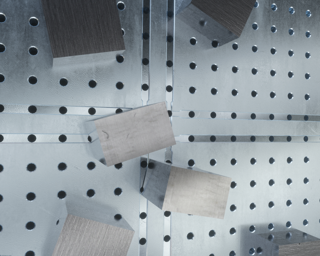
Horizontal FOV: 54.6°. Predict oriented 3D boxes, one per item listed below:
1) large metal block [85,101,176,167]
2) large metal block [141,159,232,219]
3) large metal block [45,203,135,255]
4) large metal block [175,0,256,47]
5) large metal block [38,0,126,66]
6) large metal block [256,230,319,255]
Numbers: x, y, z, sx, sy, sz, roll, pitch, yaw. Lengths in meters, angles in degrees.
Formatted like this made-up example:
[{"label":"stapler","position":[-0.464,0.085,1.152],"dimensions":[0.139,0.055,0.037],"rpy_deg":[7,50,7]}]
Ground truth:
[{"label":"large metal block","position":[-0.038,0.005,0.369],"dimensions":[0.081,0.080,0.050],"rpy_deg":[-17,96,-19]},{"label":"large metal block","position":[0.031,0.075,0.395],"dimensions":[0.081,0.080,0.050],"rpy_deg":[14,86,-20]},{"label":"large metal block","position":[-0.086,0.144,0.368],"dimensions":[0.080,0.050,0.080],"rpy_deg":[22,83,-19]},{"label":"large metal block","position":[0.080,-0.174,0.428],"dimensions":[0.080,0.050,0.080],"rpy_deg":[28,81,-18]},{"label":"large metal block","position":[-0.093,-0.122,0.365],"dimensions":[0.081,0.050,0.080],"rpy_deg":[-12,94,-20]},{"label":"large metal block","position":[0.195,0.205,0.471],"dimensions":[0.081,0.050,0.080],"rpy_deg":[1,90,-20]}]
